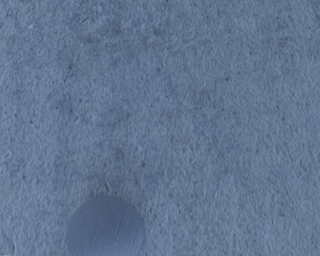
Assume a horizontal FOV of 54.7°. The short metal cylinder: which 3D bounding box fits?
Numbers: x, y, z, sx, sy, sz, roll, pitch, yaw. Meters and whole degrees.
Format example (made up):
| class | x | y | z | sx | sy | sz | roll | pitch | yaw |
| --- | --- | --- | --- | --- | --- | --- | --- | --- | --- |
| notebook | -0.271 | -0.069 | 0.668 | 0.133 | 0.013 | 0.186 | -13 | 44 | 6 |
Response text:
| class | x | y | z | sx | sy | sz | roll | pitch | yaw |
| --- | --- | --- | --- | --- | --- | --- | --- | --- | --- |
| short metal cylinder | -0.058 | 0.120 | 0.350 | 0.081 | 0.050 | 0.080 | 0 | 70 | 0 |
